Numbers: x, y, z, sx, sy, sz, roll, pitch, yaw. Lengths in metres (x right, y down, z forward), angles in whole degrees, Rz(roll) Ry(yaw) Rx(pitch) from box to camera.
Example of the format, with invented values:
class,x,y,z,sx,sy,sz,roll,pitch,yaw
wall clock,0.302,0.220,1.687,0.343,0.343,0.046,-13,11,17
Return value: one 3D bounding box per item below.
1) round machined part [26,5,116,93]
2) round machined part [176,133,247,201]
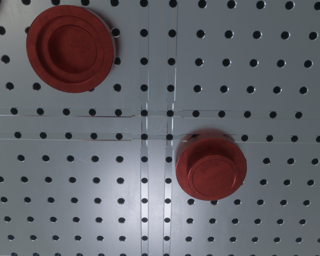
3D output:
class,x,y,z,sx,sy,sz,roll,pitch,yaw
round machined part,-0.101,-0.094,0.369,0.099,0.042,0.097,0,110,0
round machined part,0.071,0.059,0.427,0.099,0.042,0.097,0,110,0
